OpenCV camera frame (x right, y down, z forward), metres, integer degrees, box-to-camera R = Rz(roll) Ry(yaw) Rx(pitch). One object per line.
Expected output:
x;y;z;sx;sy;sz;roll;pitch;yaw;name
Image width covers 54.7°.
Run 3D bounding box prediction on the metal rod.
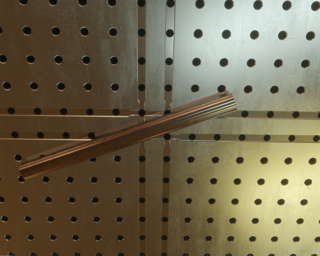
-0.046;0.013;0.417;0.301;0.025;0.025;-18;109;6;metal rod
